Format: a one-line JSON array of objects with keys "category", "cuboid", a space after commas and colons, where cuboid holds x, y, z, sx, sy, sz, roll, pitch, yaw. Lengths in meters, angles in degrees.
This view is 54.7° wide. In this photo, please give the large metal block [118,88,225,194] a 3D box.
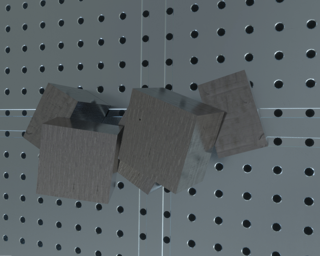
[{"category": "large metal block", "cuboid": [0.009, 0.008, 0.321, 0.080, 0.050, 0.079, 26, 112, 33]}]

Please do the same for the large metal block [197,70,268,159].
[{"category": "large metal block", "cuboid": [0.086, -0.014, 0.352, 0.050, 0.080, 0.080, -17, 85, 19]}]

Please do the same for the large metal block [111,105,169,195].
[{"category": "large metal block", "cuboid": [-0.018, 0.026, 0.404, 0.080, 0.050, 0.080, 34, 101, 16]}]

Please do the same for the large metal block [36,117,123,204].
[{"category": "large metal block", "cuboid": [-0.091, 0.035, 0.360, 0.081, 0.050, 0.079, 9, 100, -2]}]

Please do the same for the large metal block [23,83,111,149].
[{"category": "large metal block", "cuboid": [-0.125, -0.010, 0.425, 0.050, 0.080, 0.080, 31, 100, 17]}]
